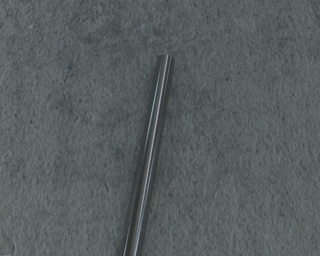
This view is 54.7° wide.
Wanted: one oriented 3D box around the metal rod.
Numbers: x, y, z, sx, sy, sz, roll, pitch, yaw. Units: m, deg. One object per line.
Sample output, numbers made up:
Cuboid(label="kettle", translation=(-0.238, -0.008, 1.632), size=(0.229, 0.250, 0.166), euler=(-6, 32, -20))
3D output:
Cuboid(label="metal rod", translation=(-0.015, 0.040, 0.393), size=(0.025, 0.025, 0.299), euler=(9, 70, 3))
